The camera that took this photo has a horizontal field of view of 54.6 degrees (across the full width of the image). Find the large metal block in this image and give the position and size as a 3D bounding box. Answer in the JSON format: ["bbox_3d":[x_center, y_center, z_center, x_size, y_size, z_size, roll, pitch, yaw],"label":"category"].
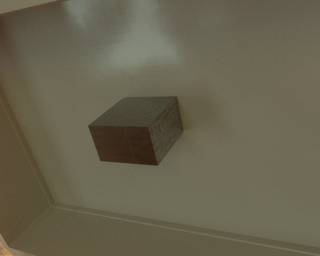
[{"bbox_3d":[-0.027,0.001,0.385,0.080,0.080,0.050,1,119,27],"label":"large metal block"}]
